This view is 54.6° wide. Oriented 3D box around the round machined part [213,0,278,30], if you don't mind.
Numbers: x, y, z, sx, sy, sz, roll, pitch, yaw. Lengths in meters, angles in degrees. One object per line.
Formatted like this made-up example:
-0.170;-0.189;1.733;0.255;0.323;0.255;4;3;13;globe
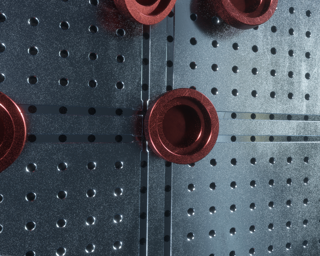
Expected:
0.117;-0.190;0.446;0.099;0.042;0.097;0;90;-20;round machined part

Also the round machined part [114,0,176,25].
-0.022;-0.180;0.378;0.099;0.042;0.097;-31;135;-36;round machined part

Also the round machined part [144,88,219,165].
0.025;-0.002;0.413;0.099;0.042;0.097;0;90;-20;round machined part

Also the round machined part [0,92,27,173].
-0.196;0.004;0.332;0.099;0.042;0.097;0;90;-20;round machined part
